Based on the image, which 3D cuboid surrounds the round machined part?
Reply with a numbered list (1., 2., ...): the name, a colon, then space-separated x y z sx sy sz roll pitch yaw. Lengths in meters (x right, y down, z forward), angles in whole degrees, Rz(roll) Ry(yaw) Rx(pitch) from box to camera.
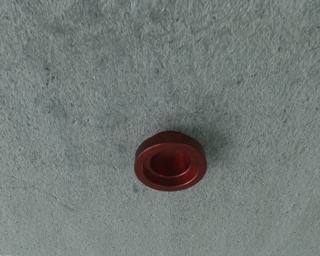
1. round machined part: 0.014 0.042 0.434 0.099 0.042 0.097 -1 130 0
